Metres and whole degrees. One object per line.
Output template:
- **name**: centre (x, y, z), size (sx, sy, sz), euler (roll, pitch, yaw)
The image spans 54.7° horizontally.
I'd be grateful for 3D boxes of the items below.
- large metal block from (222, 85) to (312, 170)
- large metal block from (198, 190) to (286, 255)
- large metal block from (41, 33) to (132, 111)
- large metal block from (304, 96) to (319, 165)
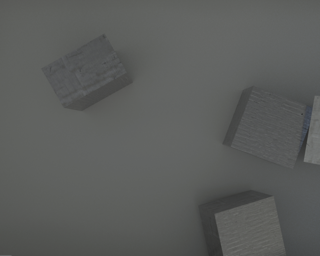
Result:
- **large metal block**: centre (0.138, -0.001, 0.401), size (0.080, 0.050, 0.080), euler (21, 90, -1)
- **large metal block**: centre (0.103, 0.131, 0.391), size (0.081, 0.050, 0.080), euler (-12, 90, -15)
- **large metal block**: centre (-0.084, -0.064, 0.383), size (0.080, 0.080, 0.050), euler (-29, 90, 0)
- **large metal block**: centre (0.223, 0.008, 0.381), size (0.050, 0.081, 0.080), euler (10, 90, 42)
